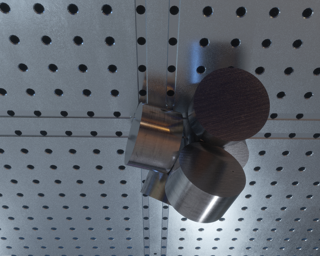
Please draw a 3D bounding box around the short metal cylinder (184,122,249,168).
[{"bbox_3d":[0.073,0.023,0.414,0.081,0.050,0.079,0,129,0],"label":"short metal cylinder"}]

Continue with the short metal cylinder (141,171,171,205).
[{"bbox_3d":[0.019,0.083,0.439,0.080,0.050,0.080,22,168,5],"label":"short metal cylinder"}]

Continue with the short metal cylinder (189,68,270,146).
[{"bbox_3d":[0.075,-0.021,0.349,0.081,0.080,0.050,2,170,-2],"label":"short metal cylinder"}]

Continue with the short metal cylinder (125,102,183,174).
[{"bbox_3d":[-0.009,0.013,0.386,0.050,0.080,0.079,15,129,-12],"label":"short metal cylinder"}]

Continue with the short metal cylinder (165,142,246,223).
[{"bbox_3d":[0.052,0.062,0.362,0.081,0.080,0.050,13,129,-11],"label":"short metal cylinder"}]
